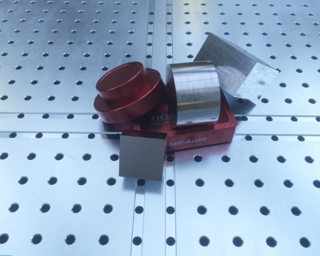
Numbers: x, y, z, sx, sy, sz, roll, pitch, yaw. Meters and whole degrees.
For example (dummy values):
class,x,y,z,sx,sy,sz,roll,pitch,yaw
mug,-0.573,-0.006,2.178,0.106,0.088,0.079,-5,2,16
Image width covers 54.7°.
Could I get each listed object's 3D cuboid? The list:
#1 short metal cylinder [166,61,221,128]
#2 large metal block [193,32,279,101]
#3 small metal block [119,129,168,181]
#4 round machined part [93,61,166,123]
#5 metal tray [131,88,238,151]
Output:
class,x,y,z,sx,sy,sz,roll,pitch,yaw
short metal cylinder,0.038,-0.042,0.386,0.050,0.080,0.080,-6,50,-6
large metal block,0.105,-0.083,0.432,0.081,0.050,0.080,0,38,-51
small metal block,-0.019,0.031,0.358,0.050,0.050,0.025,6,16,5
round machined part,-0.045,-0.053,0.411,0.098,0.042,0.098,-19,33,13
metal tray,0.026,-0.017,0.415,0.131,0.030,0.090,-9,51,-8
